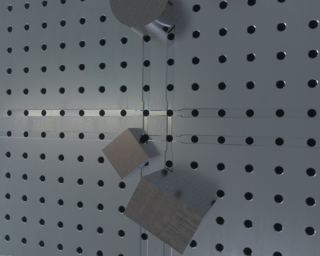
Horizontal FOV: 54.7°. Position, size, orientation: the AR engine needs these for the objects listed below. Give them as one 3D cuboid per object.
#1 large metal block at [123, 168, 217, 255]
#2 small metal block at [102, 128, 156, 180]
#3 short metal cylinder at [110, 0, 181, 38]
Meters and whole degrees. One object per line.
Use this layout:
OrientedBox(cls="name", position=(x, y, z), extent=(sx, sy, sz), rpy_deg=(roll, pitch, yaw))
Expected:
OrientedBox(cls="large metal block", position=(0.016, 0.095, 0.378), extent=(0.080, 0.080, 0.050), rpy_deg=(30, 100, 17))
OrientedBox(cls="small metal block", position=(-0.043, 0.035, 0.428), extent=(0.050, 0.025, 0.050), rpy_deg=(-40, 78, 15))
OrientedBox(cls="short metal cylinder", position=(-0.018, -0.164, 0.406), extent=(0.080, 0.050, 0.079), rpy_deg=(0, 90, 20))
